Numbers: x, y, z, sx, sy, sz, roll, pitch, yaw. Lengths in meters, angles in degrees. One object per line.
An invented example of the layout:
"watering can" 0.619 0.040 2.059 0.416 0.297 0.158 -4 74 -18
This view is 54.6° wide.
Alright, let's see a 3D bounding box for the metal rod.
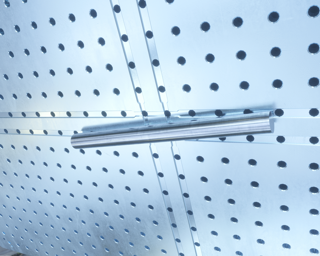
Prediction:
"metal rod" -0.005 0.007 0.418 0.300 0.025 0.025 -6 115 31
